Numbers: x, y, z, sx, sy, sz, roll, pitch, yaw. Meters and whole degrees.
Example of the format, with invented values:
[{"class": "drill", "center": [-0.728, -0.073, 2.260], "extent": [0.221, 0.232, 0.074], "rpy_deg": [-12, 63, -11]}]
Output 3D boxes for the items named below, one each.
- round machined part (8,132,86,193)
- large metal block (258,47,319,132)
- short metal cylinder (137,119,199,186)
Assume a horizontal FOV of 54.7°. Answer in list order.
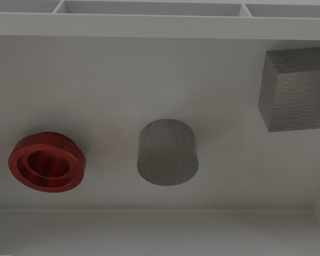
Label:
[{"class": "round machined part", "center": [-0.153, 0.044, 0.433], "extent": [0.099, 0.042, 0.097], "rpy_deg": [-1, 130, 0]}, {"class": "large metal block", "center": [0.165, -0.044, 0.358], "extent": [0.080, 0.050, 0.080], "rpy_deg": [-4, 130, 3]}, {"class": "short metal cylinder", "center": [0.010, 0.034, 0.422], "extent": [0.081, 0.050, 0.079], "rpy_deg": [0, 130, 0]}]
